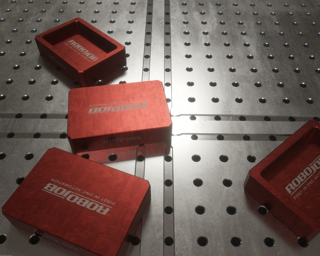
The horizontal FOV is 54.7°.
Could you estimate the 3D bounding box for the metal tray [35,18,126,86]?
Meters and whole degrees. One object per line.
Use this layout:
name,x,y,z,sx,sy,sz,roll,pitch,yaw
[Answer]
metal tray,-0.130,-0.129,0.511,0.130,0.030,0.091,37,59,26

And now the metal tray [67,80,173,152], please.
metal tray,-0.055,-0.019,0.420,0.131,0.030,0.090,-7,50,-6

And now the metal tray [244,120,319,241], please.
metal tray,0.175,0.054,0.361,0.131,0.030,0.090,-32,57,-25

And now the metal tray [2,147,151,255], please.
metal tray,-0.086,0.081,0.335,0.130,0.030,0.090,17,52,13
